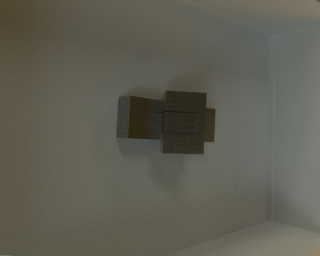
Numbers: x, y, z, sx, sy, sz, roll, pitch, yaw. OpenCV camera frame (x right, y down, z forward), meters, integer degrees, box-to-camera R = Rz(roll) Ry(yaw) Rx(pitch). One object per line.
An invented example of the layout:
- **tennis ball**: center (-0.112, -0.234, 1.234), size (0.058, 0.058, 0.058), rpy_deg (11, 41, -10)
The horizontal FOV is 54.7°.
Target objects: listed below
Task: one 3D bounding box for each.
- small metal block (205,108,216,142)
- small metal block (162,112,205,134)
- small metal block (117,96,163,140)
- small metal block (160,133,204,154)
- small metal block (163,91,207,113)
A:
- **small metal block**: center (0.054, -0.005, 0.453), size (0.050, 0.025, 0.050), rpy_deg (4, 88, -40)
- **small metal block**: center (0.028, -0.006, 0.401), size (0.050, 0.050, 0.025), rpy_deg (2, 88, -4)
- **small metal block**: center (-0.025, -0.012, 0.386), size (0.050, 0.025, 0.050), rpy_deg (5, 87, -40)
- **small metal block**: center (0.027, 0.020, 0.400), size (0.050, 0.050, 0.025), rpy_deg (2, 88, -4)
- **small metal block**: center (0.030, -0.031, 0.402), size (0.050, 0.050, 0.025), rpy_deg (3, 88, -4)
